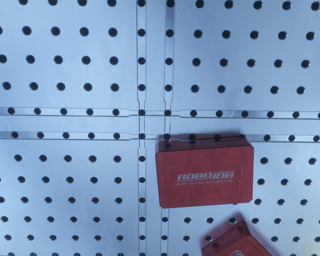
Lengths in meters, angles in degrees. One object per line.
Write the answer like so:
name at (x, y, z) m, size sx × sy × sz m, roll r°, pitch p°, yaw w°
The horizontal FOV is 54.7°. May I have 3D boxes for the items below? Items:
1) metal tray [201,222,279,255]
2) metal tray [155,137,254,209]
metal tray at (0.141, 0.221, 0.494) m, size 0.090 × 0.030 × 0.130 m, roll -41°, pitch 106°, yaw 13°
metal tray at (0.062, 0.063, 0.435) m, size 0.131 × 0.030 × 0.089 m, roll -4°, pitch 110°, yaw 1°
